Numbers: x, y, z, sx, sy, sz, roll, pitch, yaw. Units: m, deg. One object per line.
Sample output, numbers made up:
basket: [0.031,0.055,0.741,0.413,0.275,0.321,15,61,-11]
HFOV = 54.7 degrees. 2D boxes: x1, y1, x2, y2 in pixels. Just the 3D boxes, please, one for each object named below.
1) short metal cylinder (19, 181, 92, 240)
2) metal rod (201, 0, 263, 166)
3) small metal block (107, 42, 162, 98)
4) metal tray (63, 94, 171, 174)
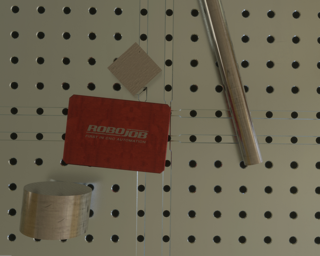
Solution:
short metal cylinder: [-0.128,0.099,0.384,0.081,0.080,0.050,6,90,-1]
metal rod: [0.088,-0.097,0.414,0.025,0.025,0.298,-15,90,0]
small metal block: [-0.033,-0.076,0.413,0.050,0.025,0.050,-43,91,0]
metal tray: [-0.055,0.008,0.410,0.131,0.030,0.089,6,90,-1]
